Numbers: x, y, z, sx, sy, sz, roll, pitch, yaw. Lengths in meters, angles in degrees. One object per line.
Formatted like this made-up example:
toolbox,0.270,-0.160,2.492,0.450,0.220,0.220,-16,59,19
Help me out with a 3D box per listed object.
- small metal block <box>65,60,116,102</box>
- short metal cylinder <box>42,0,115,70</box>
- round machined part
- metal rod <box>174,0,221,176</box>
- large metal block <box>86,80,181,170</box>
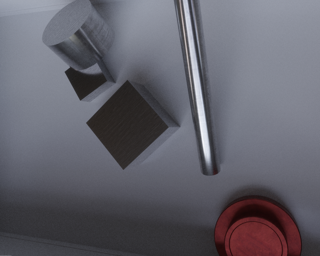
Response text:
small metal block,-0.100,-0.072,0.445,0.050,0.025,0.050,-33,80,16
short metal cylinder,-0.109,-0.125,0.416,0.080,0.050,0.080,-16,53,23
round machined part,0.112,0.132,0.362,0.098,0.042,0.097,0,90,19
metal rod,0.036,-0.079,0.326,0.025,0.025,0.298,-2,117,20
large metal block,-0.035,-0.004,0.408,0.080,0.050,0.080,-44,77,14
